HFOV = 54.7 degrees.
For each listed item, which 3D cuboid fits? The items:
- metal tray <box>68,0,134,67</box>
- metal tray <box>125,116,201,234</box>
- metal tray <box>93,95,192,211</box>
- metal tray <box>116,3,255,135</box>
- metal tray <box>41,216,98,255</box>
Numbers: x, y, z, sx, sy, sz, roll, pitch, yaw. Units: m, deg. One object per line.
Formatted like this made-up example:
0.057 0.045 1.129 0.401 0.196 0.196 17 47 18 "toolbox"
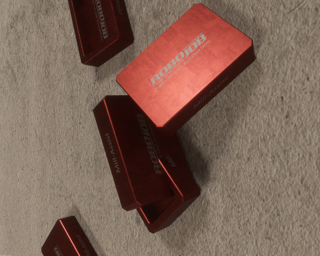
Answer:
-0.095 -0.172 0.476 0.090 0.030 0.129 -23 76 37 "metal tray"
-0.015 0.057 0.399 0.130 0.030 0.089 55 134 25 "metal tray"
-0.019 0.024 0.373 0.030 0.091 0.129 -36 68 45 "metal tray"
0.026 -0.066 0.343 0.130 0.030 0.090 -42 61 1 "metal tray"
-0.145 0.226 0.518 0.130 0.030 0.089 48 118 29 "metal tray"
